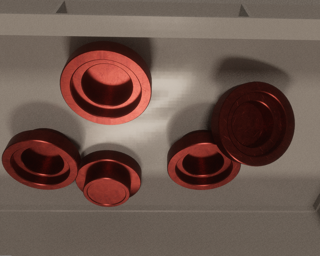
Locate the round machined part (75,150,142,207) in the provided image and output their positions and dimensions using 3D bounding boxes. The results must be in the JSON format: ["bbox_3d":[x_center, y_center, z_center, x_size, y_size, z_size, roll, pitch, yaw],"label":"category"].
[{"bbox_3d":[-0.078,0.082,0.467,0.099,0.042,0.097,-1,130,0],"label":"round machined part"}]

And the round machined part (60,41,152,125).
[{"bbox_3d":[-0.058,-0.054,0.352,0.099,0.042,0.097,-1,130,0],"label":"round machined part"}]

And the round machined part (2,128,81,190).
[{"bbox_3d":[-0.159,0.038,0.428,0.099,0.042,0.097,-1,130,0],"label":"round machined part"}]

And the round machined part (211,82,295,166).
[{"bbox_3d":[0.107,-0.005,0.374,0.099,0.042,0.097,0,91,-14],"label":"round machined part"}]

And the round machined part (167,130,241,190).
[{"bbox_3d":[0.059,0.041,0.432,0.099,0.042,0.097,0,133,0],"label":"round machined part"}]
